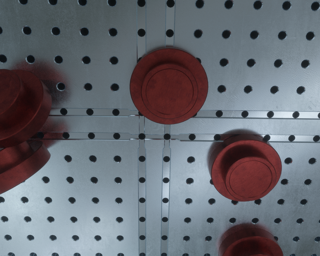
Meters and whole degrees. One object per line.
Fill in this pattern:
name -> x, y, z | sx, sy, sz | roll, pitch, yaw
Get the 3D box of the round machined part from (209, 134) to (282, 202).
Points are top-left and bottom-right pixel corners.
round machined part -> 0.120, 0.061, 0.429 | 0.099, 0.042, 0.097 | 0, 110, -1

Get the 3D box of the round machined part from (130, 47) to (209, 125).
round machined part -> 0.011, -0.050, 0.386 | 0.099, 0.042, 0.097 | 0, 110, -1

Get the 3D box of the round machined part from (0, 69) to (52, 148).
round machined part -> -0.182, -0.030, 0.360 | 0.098, 0.098, 0.042 | -14, 151, 4

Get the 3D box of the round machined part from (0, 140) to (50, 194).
round machined part -> -0.193, 0.042, 0.387 | 0.098, 0.098, 0.042 | -22, 109, 8

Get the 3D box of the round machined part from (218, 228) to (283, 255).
round machined part -> 0.144, 0.210, 0.484 | 0.099, 0.042, 0.097 | 0, 110, -1
